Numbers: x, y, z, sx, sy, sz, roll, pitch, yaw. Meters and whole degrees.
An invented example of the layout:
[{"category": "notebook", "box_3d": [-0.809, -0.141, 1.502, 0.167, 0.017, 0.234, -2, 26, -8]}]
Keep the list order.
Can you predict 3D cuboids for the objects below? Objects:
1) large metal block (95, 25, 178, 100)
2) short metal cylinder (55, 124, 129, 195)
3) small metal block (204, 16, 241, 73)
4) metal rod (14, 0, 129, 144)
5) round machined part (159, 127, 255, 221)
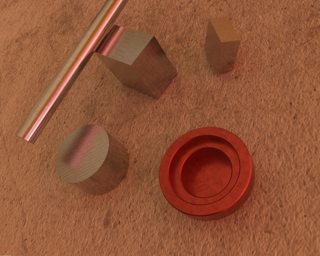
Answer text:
[{"category": "large metal block", "box_3d": [-0.034, -0.093, 0.442, 0.080, 0.080, 0.050, 27, 77, 37]}, {"category": "short metal cylinder", "box_3d": [-0.088, 0.042, 0.406, 0.080, 0.050, 0.080, -13, 56, 20]}, {"category": "small metal block", "box_3d": [0.081, -0.110, 0.408, 0.025, 0.050, 0.050, -9, 54, -8]}, {"category": "metal rod", "box_3d": [-0.098, -0.113, 0.419, 0.025, 0.025, 0.300, 17, 70, 34]}, {"category": "round machined part", "box_3d": [0.052, 0.051, 0.334, 0.098, 0.042, 0.098, -13, 56, 20]}]
